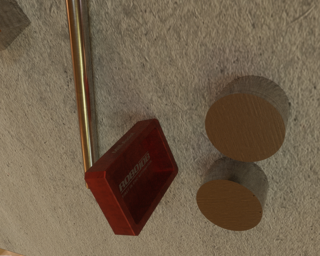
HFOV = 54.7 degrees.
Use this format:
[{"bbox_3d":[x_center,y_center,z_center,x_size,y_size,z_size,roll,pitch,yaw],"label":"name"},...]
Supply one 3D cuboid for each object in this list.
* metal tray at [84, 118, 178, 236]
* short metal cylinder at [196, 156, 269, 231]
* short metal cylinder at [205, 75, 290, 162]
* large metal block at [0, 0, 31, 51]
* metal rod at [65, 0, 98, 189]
[{"bbox_3d":[-0.028,0.056,0.388,0.030,0.131,0.090,-9,114,32],"label":"metal tray"},{"bbox_3d":[0.093,0.083,0.393,0.080,0.050,0.079,13,124,21],"label":"short metal cylinder"},{"bbox_3d":[0.095,-0.010,0.334,0.080,0.050,0.079,13,124,21],"label":"short metal cylinder"},{"bbox_3d":[-0.239,-0.153,0.422,0.080,0.050,0.080,-24,106,36],"label":"large metal block"},{"bbox_3d":[-0.107,-0.029,0.444,0.025,0.025,0.298,16,125,19],"label":"metal rod"}]
